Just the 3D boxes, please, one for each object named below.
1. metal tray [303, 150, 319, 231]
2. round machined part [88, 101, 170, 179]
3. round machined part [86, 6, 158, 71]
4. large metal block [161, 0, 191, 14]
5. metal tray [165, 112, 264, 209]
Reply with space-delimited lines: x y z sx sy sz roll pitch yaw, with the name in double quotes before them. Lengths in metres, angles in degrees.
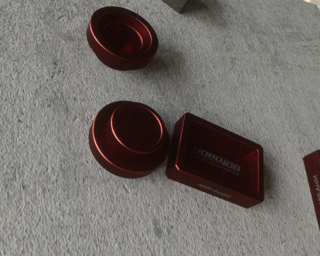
"metal tray" 0.284 0.106 0.491 0.091 0.030 0.130 16 55 -20
"round machined part" -0.032 0.008 0.372 0.099 0.042 0.098 14 56 -21
"round machined part" -0.055 -0.121 0.438 0.099 0.042 0.098 14 56 -21
"large metal block" 0.030 -0.271 0.571 0.080 0.050 0.080 36 51 -5
"metal tray" 0.078 0.044 0.417 0.131 0.030 0.090 23 53 -14
